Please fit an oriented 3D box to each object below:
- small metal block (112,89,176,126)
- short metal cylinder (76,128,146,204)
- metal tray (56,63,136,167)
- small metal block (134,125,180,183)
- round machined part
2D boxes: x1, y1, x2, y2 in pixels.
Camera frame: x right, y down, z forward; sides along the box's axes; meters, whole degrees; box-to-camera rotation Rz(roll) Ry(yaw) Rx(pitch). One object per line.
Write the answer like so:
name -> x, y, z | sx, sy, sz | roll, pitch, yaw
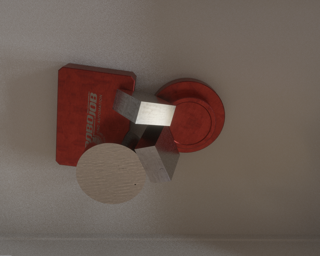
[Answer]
small metal block -> -0.019, -0.024, 0.360 | 0.050, 0.050, 0.025 | 3, 109, -41
short metal cylinder -> -0.057, 0.045, 0.380 | 0.081, 0.050, 0.079 | 0, 110, -1
metal tray -> -0.083, -0.012, 0.399 | 0.091, 0.030, 0.129 | 7, 110, -3
small metal block -> -0.001, 0.029, 0.365 | 0.025, 0.050, 0.050 | -12, 118, 24
round machined part -> 0.034, -0.012, 0.396 | 0.099, 0.042, 0.097 | 0, 110, -1
